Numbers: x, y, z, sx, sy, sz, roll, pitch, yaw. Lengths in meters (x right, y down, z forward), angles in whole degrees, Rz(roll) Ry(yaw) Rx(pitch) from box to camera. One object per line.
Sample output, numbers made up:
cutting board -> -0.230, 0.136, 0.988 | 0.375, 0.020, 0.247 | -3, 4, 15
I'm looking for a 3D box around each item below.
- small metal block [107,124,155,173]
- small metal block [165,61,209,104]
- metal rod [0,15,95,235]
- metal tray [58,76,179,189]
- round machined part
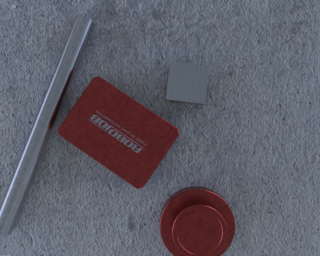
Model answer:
small metal block -> -0.033, 0.028, 0.410 | 0.050, 0.025, 0.050 | 37, 90, -1
small metal block -> 0.035, -0.059, 0.410 | 0.050, 0.025, 0.050 | 7, 90, -1
metal rod -> -0.153, -0.004, 0.407 | 0.025, 0.025, 0.299 | 22, 90, -1
metal tray -> -0.052, 0.005, 0.400 | 0.130, 0.030, 0.090 | 34, 89, 5
round machined part -> 0.049, 0.129, 0.402 | 0.099, 0.042, 0.097 | 0, 90, -1
